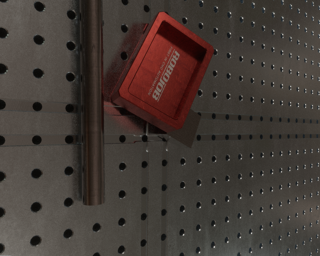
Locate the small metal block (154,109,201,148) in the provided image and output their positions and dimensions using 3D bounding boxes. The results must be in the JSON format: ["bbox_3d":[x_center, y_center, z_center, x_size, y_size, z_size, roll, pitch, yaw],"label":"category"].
[{"bbox_3d":[0.026,-0.004,0.433,0.050,0.025,0.050,31,71,-36],"label":"small metal block"}]

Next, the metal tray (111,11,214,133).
[{"bbox_3d":[0.007,-0.071,0.396,0.090,0.030,0.130,30,70,-18],"label":"metal tray"}]

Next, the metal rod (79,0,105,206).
[{"bbox_3d":[-0.076,-0.065,0.346,0.025,0.025,0.298,-1,91,-40],"label":"metal rod"}]
